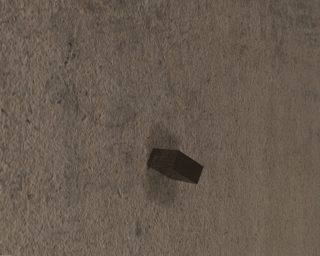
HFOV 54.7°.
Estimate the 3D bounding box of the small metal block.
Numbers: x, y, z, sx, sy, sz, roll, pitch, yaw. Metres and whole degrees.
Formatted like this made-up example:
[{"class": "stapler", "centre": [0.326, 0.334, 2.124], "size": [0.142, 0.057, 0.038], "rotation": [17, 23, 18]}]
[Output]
[{"class": "small metal block", "centre": [0.020, 0.050, 0.407], "size": [0.050, 0.050, 0.025], "rotation": [35, 68, -35]}]
